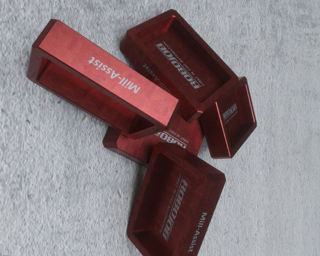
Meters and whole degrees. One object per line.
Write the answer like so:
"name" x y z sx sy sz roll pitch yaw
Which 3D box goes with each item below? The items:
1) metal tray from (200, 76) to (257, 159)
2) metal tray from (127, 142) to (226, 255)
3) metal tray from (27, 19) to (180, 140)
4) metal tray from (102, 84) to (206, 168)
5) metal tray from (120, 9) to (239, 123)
"metal tray" 0.107 -0.020 0.474 0.131 0.030 0.089 -35 112 -50
"metal tray" 0.013 0.091 0.352 0.030 0.090 0.129 7 106 -40
"metal tray" -0.057 -0.037 0.297 0.130 0.090 0.030 32 69 -18
"metal tray" -0.001 0.008 0.404 0.130 0.030 0.090 32 70 -36
"metal tray" 0.026 -0.081 0.388 0.130 0.030 0.091 48 56 4
